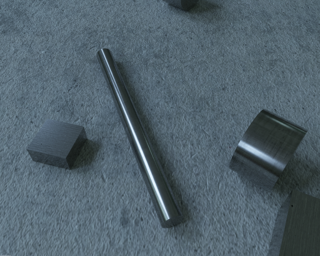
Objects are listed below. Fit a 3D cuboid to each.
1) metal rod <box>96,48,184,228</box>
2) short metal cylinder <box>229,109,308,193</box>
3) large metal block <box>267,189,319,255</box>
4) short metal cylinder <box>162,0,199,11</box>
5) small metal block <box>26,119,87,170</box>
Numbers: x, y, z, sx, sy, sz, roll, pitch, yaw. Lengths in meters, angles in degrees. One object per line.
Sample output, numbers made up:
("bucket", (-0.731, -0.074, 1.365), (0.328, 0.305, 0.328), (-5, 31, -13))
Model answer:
("metal rod", (-0.038, -0.010, 0.411), (0.025, 0.025, 0.300), (-16, 52, -13))
("short metal cylinder", (0.121, 0.025, 0.348), (0.050, 0.080, 0.080), (31, 57, 23))
("large metal block", (0.151, 0.117, 0.291), (0.080, 0.050, 0.080), (20, 53, 15))
("short metal cylinder", (0.044, -0.276, 0.600), (0.050, 0.080, 0.080), (32, 57, 23))
("small metal block", (-0.126, 0.020, 0.385), (0.050, 0.025, 0.050), (12, 51, 9))
